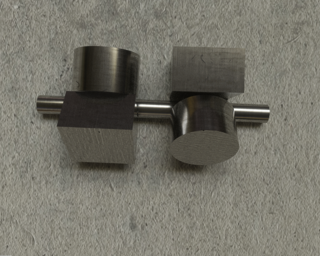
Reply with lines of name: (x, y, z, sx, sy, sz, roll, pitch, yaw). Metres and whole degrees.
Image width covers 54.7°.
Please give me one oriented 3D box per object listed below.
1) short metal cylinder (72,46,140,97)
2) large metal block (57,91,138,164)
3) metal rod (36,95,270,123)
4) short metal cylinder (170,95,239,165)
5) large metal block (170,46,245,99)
short metal cylinder: (-0.066, -0.066, 0.383, 0.080, 0.080, 0.050, 3, 90, 0)
large metal block: (-0.070, 0.002, 0.377, 0.081, 0.080, 0.050, 3, 56, -1)
metal rod: (-0.008, -0.025, 0.413, 0.302, 0.025, 0.025, 2, 90, -1)
short metal cylinder: (0.053, 0.004, 0.378, 0.081, 0.080, 0.050, 2, 55, 0)
large metal block: (0.054, -0.065, 0.384, 0.081, 0.080, 0.050, 1, 90, 0)
